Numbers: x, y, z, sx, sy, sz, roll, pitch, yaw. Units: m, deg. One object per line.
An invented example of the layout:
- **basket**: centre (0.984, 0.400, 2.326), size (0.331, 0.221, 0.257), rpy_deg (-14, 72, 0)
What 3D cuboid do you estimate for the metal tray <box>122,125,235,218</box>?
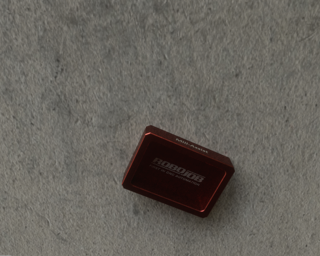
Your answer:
- **metal tray**: centre (0.024, 0.062, 0.429), size (0.131, 0.030, 0.090), rpy_deg (23, 108, -8)
